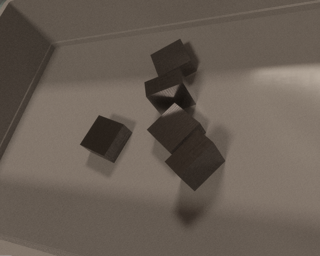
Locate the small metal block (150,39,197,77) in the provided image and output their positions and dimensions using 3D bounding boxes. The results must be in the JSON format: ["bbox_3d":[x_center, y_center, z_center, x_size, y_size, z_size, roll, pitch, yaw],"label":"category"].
[{"bbox_3d":[0.019,-0.095,0.453,0.050,0.025,0.050,-26,53,11],"label":"small metal block"}]

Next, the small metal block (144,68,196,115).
[{"bbox_3d":[0.014,-0.046,0.409,0.050,0.050,0.025,-19,55,17],"label":"small metal block"}]

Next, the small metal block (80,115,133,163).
[{"bbox_3d":[-0.075,0.015,0.434,0.050,0.025,0.050,19,72,35],"label":"small metal block"}]

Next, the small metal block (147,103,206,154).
[{"bbox_3d":[0.020,0.004,0.392,0.050,0.025,0.050,-44,51,-3],"label":"small metal block"}]

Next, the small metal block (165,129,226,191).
[{"bbox_3d":[0.040,0.037,0.345,0.050,0.050,0.025,-44,51,-3],"label":"small metal block"}]
